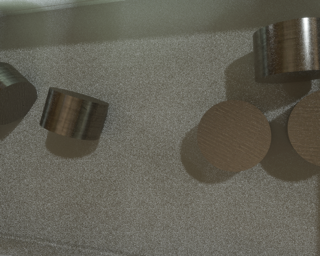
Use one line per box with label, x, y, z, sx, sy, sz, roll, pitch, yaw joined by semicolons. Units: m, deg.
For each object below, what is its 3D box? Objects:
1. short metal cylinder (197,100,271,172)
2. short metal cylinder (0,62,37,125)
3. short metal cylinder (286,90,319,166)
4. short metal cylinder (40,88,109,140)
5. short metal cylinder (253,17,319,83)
short metal cylinder;0.089;0.008;0.366;0.080;0.050;0.079;0;90;19
short metal cylinder;-0.235;-0.051;0.462;0.050;0.080;0.080;41;103;15
short metal cylinder;0.180;0.000;0.334;0.080;0.050;0.079;0;90;19
short metal cylinder;-0.115;-0.020;0.421;0.080;0.080;0.050;20;97;18
short metal cylinder;0.142;-0.079;0.331;0.080;0.080;0.050;-3;89;19
